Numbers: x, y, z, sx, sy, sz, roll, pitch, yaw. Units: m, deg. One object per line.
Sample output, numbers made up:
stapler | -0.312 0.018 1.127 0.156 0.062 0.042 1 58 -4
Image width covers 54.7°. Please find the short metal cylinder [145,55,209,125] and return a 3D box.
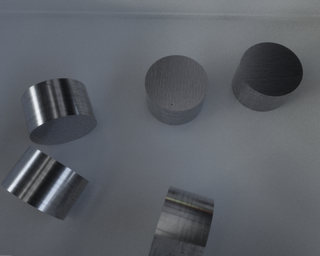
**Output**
short metal cylinder | 0.021 -0.049 0.414 0.081 0.050 0.080 0 70 0

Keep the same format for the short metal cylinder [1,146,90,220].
short metal cylinder | -0.130 0.063 0.356 0.080 0.080 0.050 28 73 10

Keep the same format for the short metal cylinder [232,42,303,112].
short metal cylinder | 0.144 -0.068 0.422 0.081 0.050 0.080 0 70 0

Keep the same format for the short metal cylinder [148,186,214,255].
short metal cylinder | 0.023 0.110 0.340 0.050 0.080 0.080 17 71 6

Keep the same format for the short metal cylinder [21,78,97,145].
short metal cylinder | -0.125 -0.018 0.386 0.080 0.080 0.050 -19 71 -7
